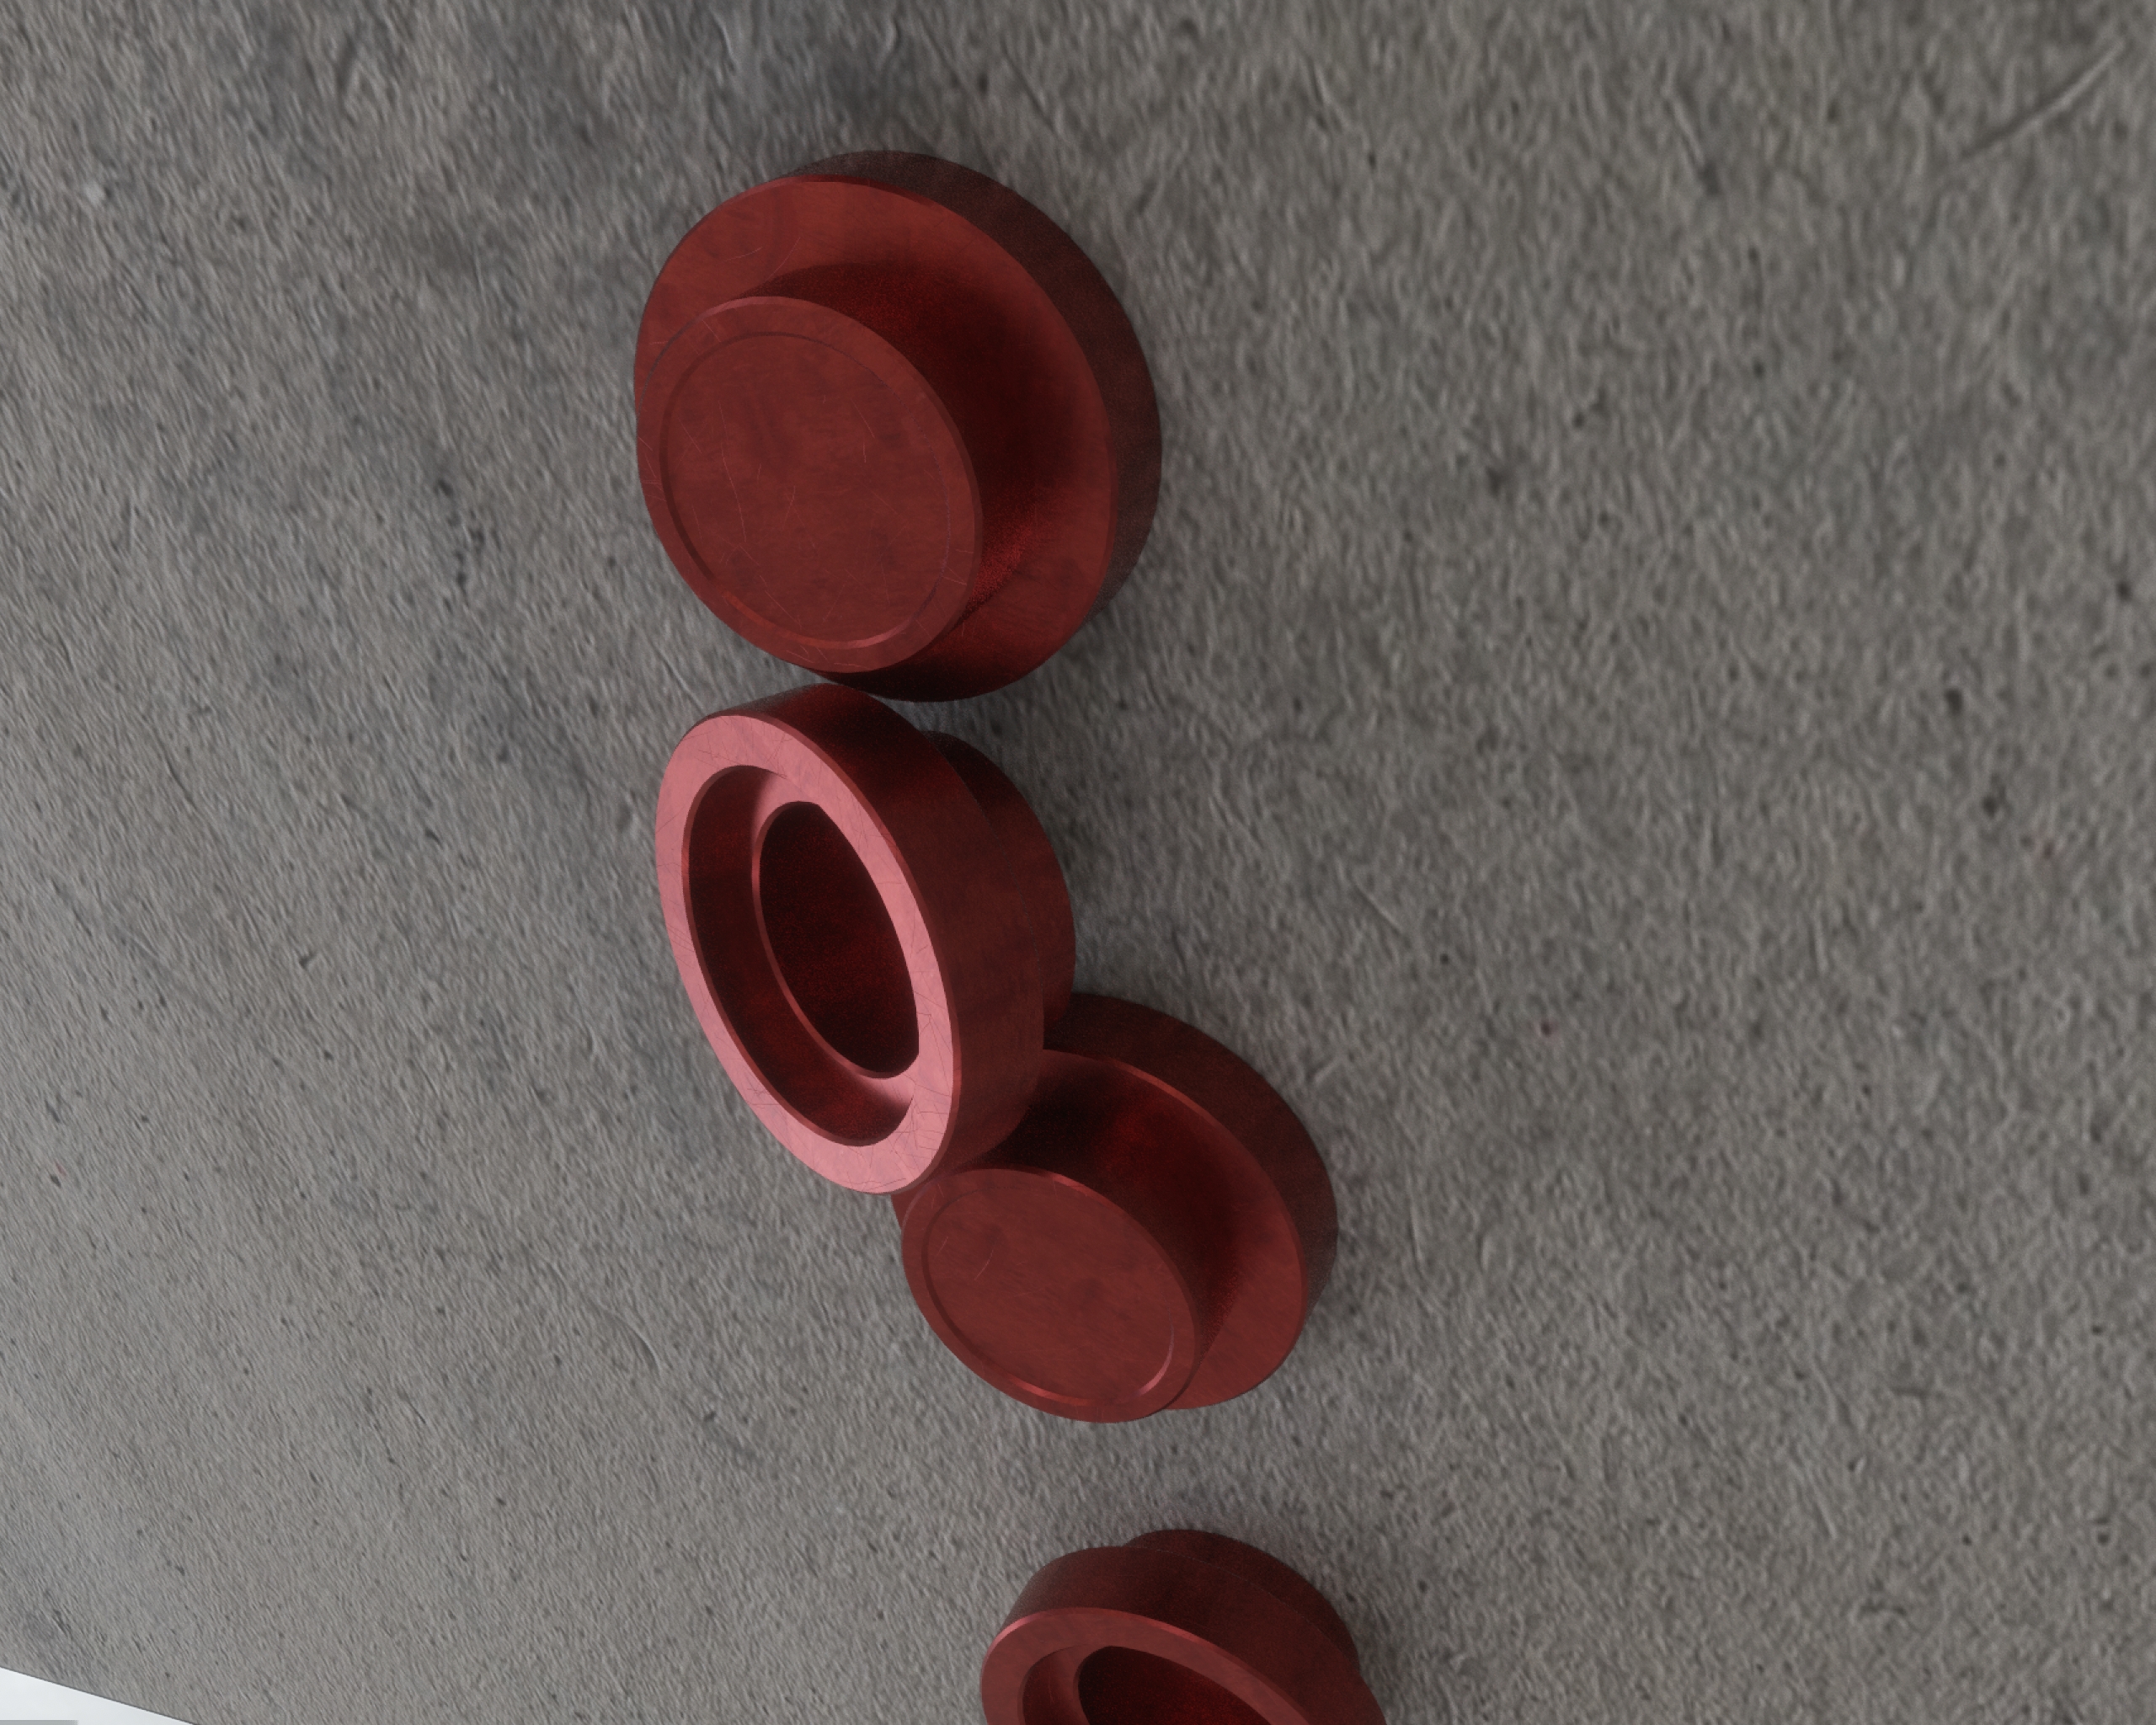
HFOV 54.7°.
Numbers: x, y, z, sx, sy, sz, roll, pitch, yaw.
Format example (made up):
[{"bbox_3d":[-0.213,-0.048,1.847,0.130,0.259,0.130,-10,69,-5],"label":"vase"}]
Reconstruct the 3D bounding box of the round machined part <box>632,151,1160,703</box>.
[{"bbox_3d":[-0.039,-0.072,0.371,0.098,0.042,0.097,13,124,21],"label":"round machined part"}]

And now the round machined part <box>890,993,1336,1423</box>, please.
[{"bbox_3d":[0.002,0.080,0.444,0.098,0.042,0.097,13,124,20],"label":"round machined part"}]

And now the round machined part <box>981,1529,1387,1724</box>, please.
[{"bbox_3d":[0.030,0.201,0.505,0.098,0.042,0.097,13,124,21],"label":"round machined part"}]

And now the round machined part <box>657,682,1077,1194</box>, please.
[{"bbox_3d":[-0.038,0.012,0.408,0.098,0.042,0.097,26,127,42],"label":"round machined part"}]
